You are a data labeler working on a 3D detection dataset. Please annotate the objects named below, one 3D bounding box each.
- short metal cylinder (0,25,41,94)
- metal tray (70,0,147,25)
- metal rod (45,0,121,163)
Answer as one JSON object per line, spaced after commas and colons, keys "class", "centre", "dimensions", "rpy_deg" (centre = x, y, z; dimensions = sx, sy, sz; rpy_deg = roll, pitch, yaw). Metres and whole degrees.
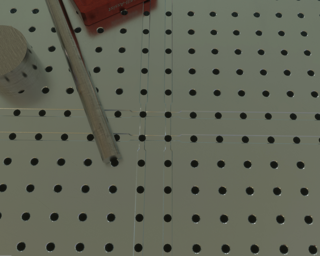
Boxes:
{"class": "short metal cylinder", "centre": [-0.216, -0.094, 0.430], "dimensions": [0.081, 0.050, 0.080], "rpy_deg": [0, 70, 0]}
{"class": "metal tray", "centre": [-0.080, -0.228, 0.491], "dimensions": [0.131, 0.030, 0.090], "rpy_deg": [-28, 73, -10]}
{"class": "metal rod", "centre": [-0.118, -0.091, 0.443], "dimensions": [0.025, 0.025, 0.299], "rpy_deg": [-21, 72, -8]}
